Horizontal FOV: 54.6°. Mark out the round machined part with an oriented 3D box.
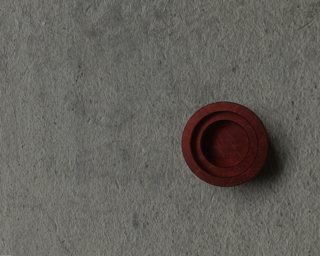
[{"bbox_3d":[0.079,0.018,0.372,0.098,0.042,0.097,0,90,20],"label":"round machined part"}]
